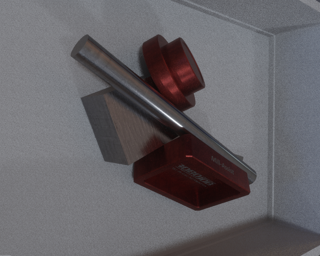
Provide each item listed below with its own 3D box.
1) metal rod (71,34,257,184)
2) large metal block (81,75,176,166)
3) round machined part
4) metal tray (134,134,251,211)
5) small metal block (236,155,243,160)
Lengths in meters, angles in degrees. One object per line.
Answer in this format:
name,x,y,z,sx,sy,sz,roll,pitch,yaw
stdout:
metal rod,0.028,-0.002,0.363,0.301,0.025,0.025,36,68,-35
large metal block,-0.033,-0.012,0.362,0.081,0.050,0.080,-29,108,-37
round machined part,0.022,-0.071,0.380,0.098,0.042,0.098,54,20,-30
metal tray,0.042,0.063,0.396,0.130,0.090,0.030,33,42,-36
small metal block,0.095,0.064,0.470,0.025,0.050,0.050,19,78,-39
